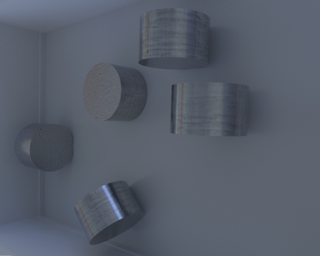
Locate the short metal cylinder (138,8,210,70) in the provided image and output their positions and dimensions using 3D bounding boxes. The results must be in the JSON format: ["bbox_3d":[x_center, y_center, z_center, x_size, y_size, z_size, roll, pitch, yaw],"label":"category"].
[{"bbox_3d":[0.016,-0.099,0.356,0.080,0.081,0.050,3,92,39],"label":"short metal cylinder"}]

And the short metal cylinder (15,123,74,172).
[{"bbox_3d":[-0.197,0.032,0.530,0.050,0.081,0.079,3,92,40],"label":"short metal cylinder"}]

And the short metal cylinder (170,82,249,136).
[{"bbox_3d":[0.052,-0.019,0.327,0.080,0.081,0.050,3,92,39],"label":"short metal cylinder"}]

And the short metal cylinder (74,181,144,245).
[{"bbox_3d":[-0.069,0.116,0.426,0.080,0.081,0.050,-48,62,29],"label":"short metal cylinder"}]

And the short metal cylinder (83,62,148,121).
[{"bbox_3d":[-0.064,-0.050,0.441,0.080,0.050,0.079,0,90,39],"label":"short metal cylinder"}]
